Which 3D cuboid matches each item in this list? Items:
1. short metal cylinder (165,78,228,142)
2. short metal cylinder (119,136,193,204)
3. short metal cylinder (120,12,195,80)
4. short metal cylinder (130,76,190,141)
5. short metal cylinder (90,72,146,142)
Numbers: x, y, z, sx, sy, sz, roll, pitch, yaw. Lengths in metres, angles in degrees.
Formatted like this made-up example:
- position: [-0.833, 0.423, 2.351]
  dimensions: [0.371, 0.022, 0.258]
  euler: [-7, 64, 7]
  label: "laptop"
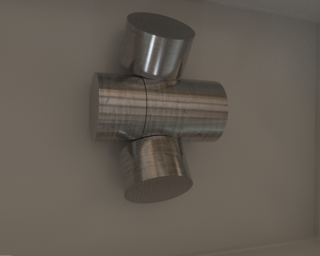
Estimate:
- position: [0.044, -0.022, 0.396]
  dimensions: [0.050, 0.080, 0.080]
  euler: [1, 90, -20]
  label: "short metal cylinder"
- position: [-0.006, 0.052, 0.370]
  dimensions: [0.081, 0.080, 0.050]
  euler: [0, 56, -20]
  label: "short metal cylinder"
- position: [-0.004, -0.099, 0.370]
  dimensions: [0.081, 0.080, 0.050]
  euler: [2, 127, -20]
  label: "short metal cylinder"
- position: [-0.004, -0.022, 0.378]
  dimensions: [0.050, 0.080, 0.080]
  euler: [1, 90, -20]
  label: "short metal cylinder"
- position: [-0.052, -0.023, 0.361]
  dimensions: [0.050, 0.080, 0.080]
  euler: [1, 90, -20]
  label: "short metal cylinder"
